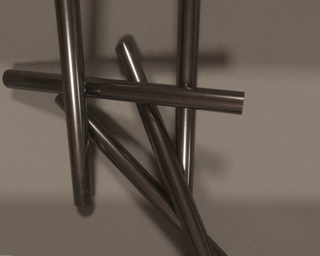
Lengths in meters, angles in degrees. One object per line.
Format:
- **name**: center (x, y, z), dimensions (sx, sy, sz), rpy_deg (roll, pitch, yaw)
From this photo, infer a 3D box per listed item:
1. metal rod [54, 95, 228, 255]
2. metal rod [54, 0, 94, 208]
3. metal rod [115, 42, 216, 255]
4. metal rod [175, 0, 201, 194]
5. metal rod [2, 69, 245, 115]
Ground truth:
- **metal rod**: center (-0.025, 0.064, 0.394), dimensions (0.025, 0.025, 0.300), rpy_deg (-44, 84, 0)
- **metal rod**: center (-0.097, -0.039, 0.355), dimensions (0.025, 0.025, 0.298), rpy_deg (1, 113, -1)
- **metal rod**: center (0.005, 0.029, 0.381), dimensions (0.025, 0.025, 0.299), rpy_deg (-21, 78, 0)
- **metal rod**: center (0.032, -0.030, 0.376), dimensions (0.025, 0.025, 0.298), rpy_deg (1, 104, -1)
- **metal rod**: center (-0.055, -0.046, 0.370), dimensions (0.301, 0.025, 0.025), rpy_deg (8, 90, 15)
